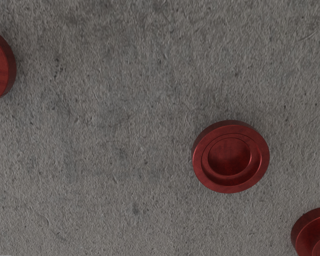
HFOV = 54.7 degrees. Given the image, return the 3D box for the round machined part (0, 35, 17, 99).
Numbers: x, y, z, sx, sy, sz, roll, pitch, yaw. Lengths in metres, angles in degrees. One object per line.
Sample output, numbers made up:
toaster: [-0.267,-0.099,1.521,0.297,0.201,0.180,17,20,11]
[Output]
round machined part: [-0.221,-0.077,0.370,0.099,0.042,0.097,0,110,0]

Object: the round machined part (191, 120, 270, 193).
round machined part: [0.091,0.035,0.414,0.099,0.042,0.097,0,110,0]

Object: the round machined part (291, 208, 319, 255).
round machined part: [0.254,0.172,0.466,0.099,0.042,0.097,0,110,0]
